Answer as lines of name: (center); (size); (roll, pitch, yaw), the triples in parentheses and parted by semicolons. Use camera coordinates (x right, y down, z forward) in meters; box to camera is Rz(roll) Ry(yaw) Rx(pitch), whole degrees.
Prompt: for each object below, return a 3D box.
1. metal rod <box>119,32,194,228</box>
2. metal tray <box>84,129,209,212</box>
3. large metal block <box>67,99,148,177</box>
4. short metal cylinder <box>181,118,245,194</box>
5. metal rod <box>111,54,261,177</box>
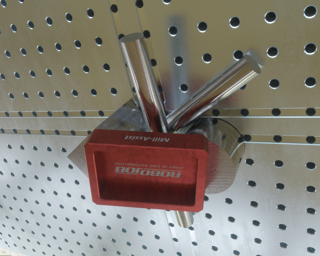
metal rod: (0.006, 0.027, 0.394); (0.025, 0.025, 0.298); (4, 130, 26)
metal tray: (-0.014, 0.050, 0.353); (0.131, 0.030, 0.089); (3, 122, 5)
large metal block: (-0.065, 0.018, 0.418); (0.050, 0.080, 0.080); (47, 129, -5)
short metal cylinder: (0.059, 0.034, 0.383); (0.080, 0.050, 0.079); (13, 124, 20)
metal rod: (0.004, 0.006, 0.412); (0.025, 0.025, 0.299); (47, 129, -6)
